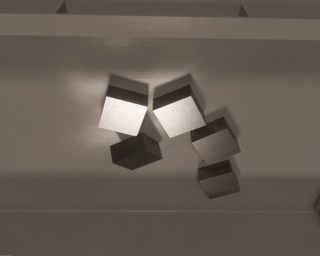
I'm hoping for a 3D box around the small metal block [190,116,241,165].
[{"bbox_3d":[0.076,0.018,0.426,0.050,0.025,0.050,-24,127,19],"label":"small metal block"}]

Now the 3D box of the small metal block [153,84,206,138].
[{"bbox_3d":[0.025,-0.020,0.392,0.050,0.025,0.050,-21,128,16],"label":"small metal block"}]

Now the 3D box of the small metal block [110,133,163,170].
[{"bbox_3d":[-0.032,0.034,0.425,0.050,0.025,0.050,-23,153,18],"label":"small metal block"}]

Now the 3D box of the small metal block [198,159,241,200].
[{"bbox_3d":[0.092,0.080,0.479,0.050,0.025,0.050,-19,128,15],"label":"small metal block"}]

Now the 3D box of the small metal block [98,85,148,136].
[{"bbox_3d":[-0.046,-0.021,0.391,0.050,0.025,0.050,14,129,-12],"label":"small metal block"}]
